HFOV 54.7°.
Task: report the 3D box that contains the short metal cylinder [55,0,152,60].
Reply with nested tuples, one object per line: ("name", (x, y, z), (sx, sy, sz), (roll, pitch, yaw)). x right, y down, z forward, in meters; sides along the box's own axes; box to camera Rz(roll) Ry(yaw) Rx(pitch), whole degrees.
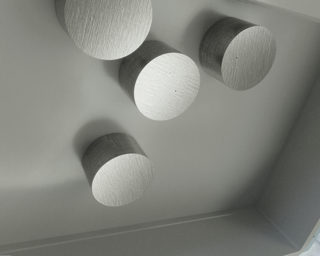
("short metal cylinder", (-0.054, -0.111, 0.295), (0.081, 0.050, 0.079), (-14, 125, -21))

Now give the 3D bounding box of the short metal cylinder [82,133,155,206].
("short metal cylinder", (-0.054, 0.053, 0.397), (0.081, 0.050, 0.079), (-14, 125, -21))

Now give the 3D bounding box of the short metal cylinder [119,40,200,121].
("short metal cylinder", (-0.001, -0.055, 0.359), (0.081, 0.050, 0.079), (-14, 125, -21))

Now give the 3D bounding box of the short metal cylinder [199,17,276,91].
("short metal cylinder", (0.097, -0.093, 0.390), (0.081, 0.050, 0.079), (-14, 125, -21))
